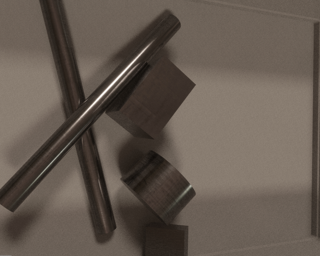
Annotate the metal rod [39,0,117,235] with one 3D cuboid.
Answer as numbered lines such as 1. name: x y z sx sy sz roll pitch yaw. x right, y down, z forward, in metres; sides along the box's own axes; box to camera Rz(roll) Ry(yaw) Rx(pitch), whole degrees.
1. metal rod: -0.099 -0.018 0.374 0.025 0.025 0.298 -14 95 -20

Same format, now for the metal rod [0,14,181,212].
1. metal rod: -0.069 -0.034 0.362 0.025 0.025 0.301 44 67 -15

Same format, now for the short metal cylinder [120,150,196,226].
1. short metal cylinder: -0.003 0.073 0.381 0.050 0.080 0.080 -45 104 -15

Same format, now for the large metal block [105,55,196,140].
1. large metal block: -0.015 -0.034 0.377 0.050 0.080 0.080 40 77 -16

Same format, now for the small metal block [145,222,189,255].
1. small metal block: 0.009 0.153 0.401 0.050 0.025 0.050 1 86 16
